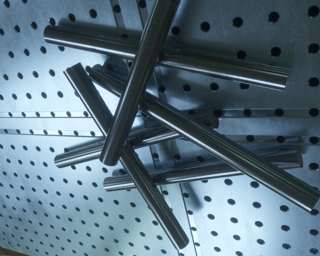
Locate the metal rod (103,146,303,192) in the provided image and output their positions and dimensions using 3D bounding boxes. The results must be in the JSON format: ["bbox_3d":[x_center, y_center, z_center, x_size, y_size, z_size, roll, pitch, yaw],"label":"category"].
[{"bbox_3d":[0.036,0.063,0.431,0.300,0.025,0.025,-14,111,34],"label":"metal rod"}]

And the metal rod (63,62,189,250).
[{"bbox_3d":[-0.039,0.049,0.428,0.025,0.025,0.299,-19,108,35],"label":"metal rod"}]

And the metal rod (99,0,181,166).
[{"bbox_3d":[-0.013,-0.080,0.334,0.025,0.025,0.298,29,118,10],"label":"metal rod"}]

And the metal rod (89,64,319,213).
[{"bbox_3d":[0.034,0.000,0.361,0.300,0.025,0.025,32,129,20],"label":"metal rod"}]

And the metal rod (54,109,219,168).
[{"bbox_3d":[-0.054,0.023,0.454,0.300,0.025,0.025,-16,110,34],"label":"metal rod"}]

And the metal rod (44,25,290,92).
[{"bbox_3d":[-0.009,-0.087,0.362,0.301,0.025,0.025,15,125,19],"label":"metal rod"}]
